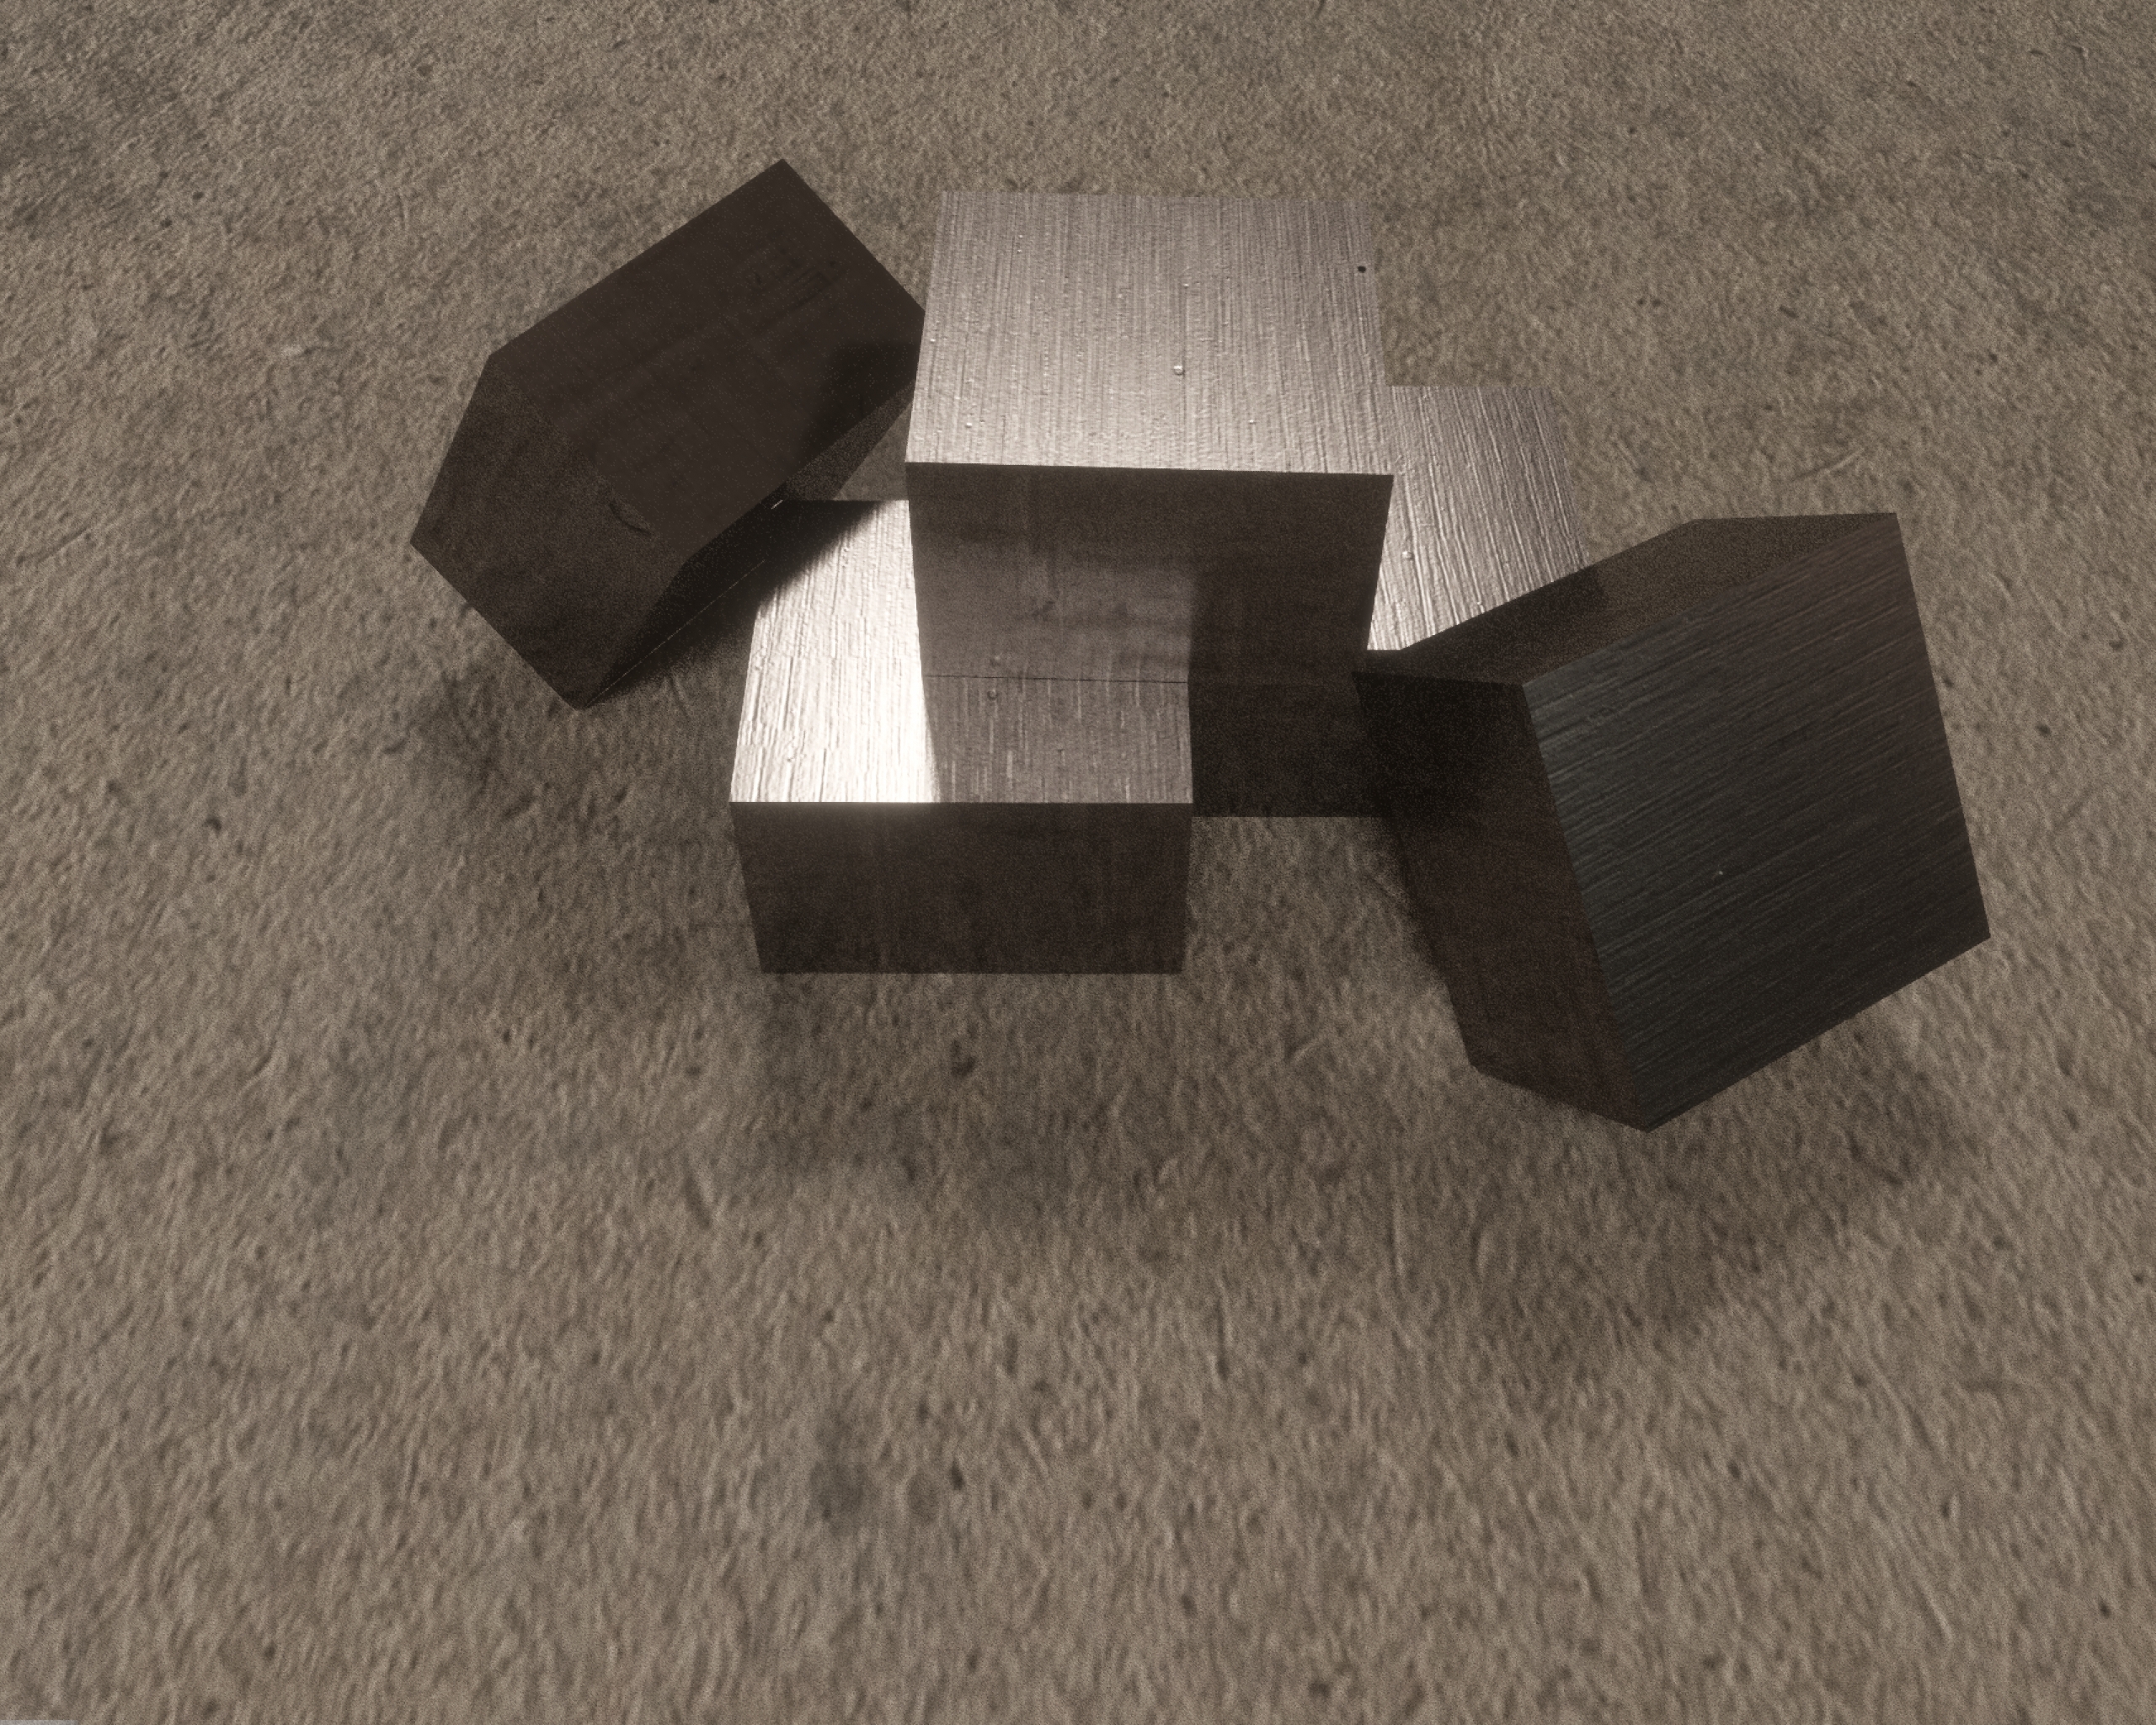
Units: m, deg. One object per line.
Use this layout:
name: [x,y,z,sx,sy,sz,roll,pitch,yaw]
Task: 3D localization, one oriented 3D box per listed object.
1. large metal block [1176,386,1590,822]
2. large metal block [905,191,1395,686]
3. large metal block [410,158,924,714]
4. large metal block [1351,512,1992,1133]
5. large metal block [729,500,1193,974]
large metal block: [0.060,-0.055,0.436,0.081,0.050,0.080,0,50,0]
large metal block: [0.013,-0.080,0.388,0.081,0.050,0.080,2,50,1]
large metal block: [-0.083,-0.086,0.431,0.050,0.080,0.080,47,58,-6]
large metal block: [0.106,-0.010,0.370,0.081,0.080,0.050,-25,17,-20]
large metal block: [-0.020,-0.025,0.407,0.081,0.050,0.080,0,50,0]
